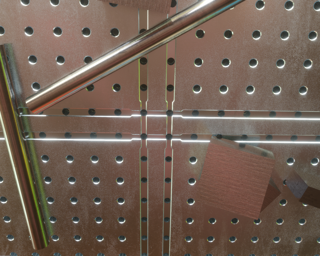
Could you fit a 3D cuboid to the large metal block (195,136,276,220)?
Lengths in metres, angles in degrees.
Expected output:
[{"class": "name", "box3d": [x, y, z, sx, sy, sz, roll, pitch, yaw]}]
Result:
[{"class": "large metal block", "box3d": [0.097, 0.062, 0.407, 0.080, 0.050, 0.079, 14, 102, 12]}]

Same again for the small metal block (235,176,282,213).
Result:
[{"class": "small metal block", "box3d": [0.135, 0.091, 0.448, 0.050, 0.025, 0.050, 36, 106, -13]}]

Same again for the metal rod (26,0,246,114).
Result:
[{"class": "metal rod", "box3d": [-0.032, -0.095, 0.377, 0.301, 0.025, 0.025, -27, 108, 9]}]

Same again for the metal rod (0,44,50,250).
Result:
[{"class": "metal rod", "box3d": [-0.193, 0.039, 0.426, 0.025, 0.025, 0.298, -4, 110, 1]}]

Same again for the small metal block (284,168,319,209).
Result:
[{"class": "small metal block", "box3d": [0.212, 0.086, 0.434, 0.050, 0.050, 0.025, 20, 109, -7]}]

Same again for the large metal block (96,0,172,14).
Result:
[{"class": "large metal block", "box3d": [-0.023, -0.173, 0.336, 0.081, 0.050, 0.079, 10, 110, -4]}]
